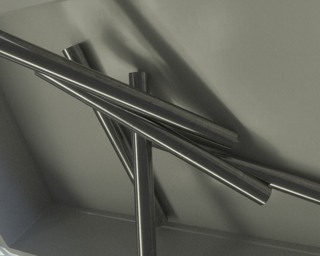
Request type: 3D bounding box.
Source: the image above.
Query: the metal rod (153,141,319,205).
[{"bbox_3d":[0.107,0.051,0.383,0.301,0.025,0.025,18,126,17],"label":"metal rod"}]

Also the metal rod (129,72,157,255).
[{"bbox_3d":[-0.020,0.081,0.390,0.025,0.025,0.298,-1,93,28],"label":"metal rod"}]

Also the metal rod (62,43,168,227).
[{"bbox_3d":[-0.057,0.022,0.452,0.025,0.025,0.299,-12,113,33],"label":"metal rod"}]

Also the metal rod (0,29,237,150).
[{"bbox_3d":[-0.049,-0.040,0.337,0.302,0.025,0.025,22,131,-14],"label":"metal rod"}]

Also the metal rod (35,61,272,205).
[{"bbox_3d":[-0.007,0.004,0.360,0.301,0.025,0.025,30,129,0],"label":"metal rod"}]
